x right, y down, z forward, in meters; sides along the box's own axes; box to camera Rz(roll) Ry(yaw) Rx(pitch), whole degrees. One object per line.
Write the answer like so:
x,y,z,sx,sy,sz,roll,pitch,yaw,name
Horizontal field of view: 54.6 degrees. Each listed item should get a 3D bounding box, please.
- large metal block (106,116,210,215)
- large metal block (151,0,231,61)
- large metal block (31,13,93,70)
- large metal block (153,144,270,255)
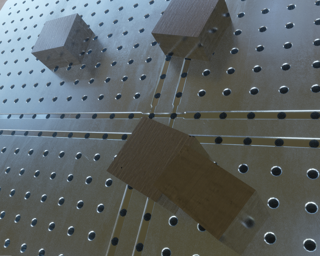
-0.001,0.042,0.368,0.080,0.050,0.080,24,74,36,large metal block
0.048,-0.151,0.461,0.080,0.050,0.080,17,71,35,large metal block
-0.185,-0.164,0.592,0.080,0.050,0.080,-3,60,27,large metal block
0.052,0.071,0.303,0.080,0.080,0.050,33,81,38,large metal block
